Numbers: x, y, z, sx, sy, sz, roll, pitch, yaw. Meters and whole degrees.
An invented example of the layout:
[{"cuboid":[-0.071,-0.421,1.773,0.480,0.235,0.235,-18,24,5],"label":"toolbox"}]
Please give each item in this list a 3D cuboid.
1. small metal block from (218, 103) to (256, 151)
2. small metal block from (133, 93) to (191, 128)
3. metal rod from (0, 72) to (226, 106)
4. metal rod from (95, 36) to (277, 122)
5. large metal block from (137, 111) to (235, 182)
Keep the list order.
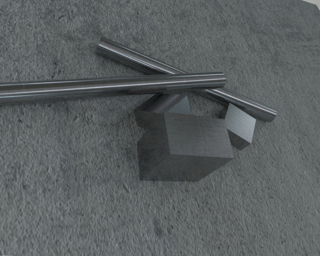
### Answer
[{"cuboid":[0.114,-0.002,0.469,0.050,0.025,0.050,31,51,-9],"label":"small metal block"},{"cuboid":[0.003,-0.022,0.402,0.050,0.050,0.025,-40,127,-39],"label":"small metal block"},{"cuboid":[-0.044,-0.054,0.397,0.303,0.025,0.025,-8,66,-26],"label":"metal rod"},{"cuboid":[0.051,-0.068,0.474,0.302,0.025,0.025,19,54,-17],"label":"metal rod"},{"cuboid":[0.026,0.026,0.368,0.081,0.080,0.050,6,59,-26],"label":"large metal block"}]
